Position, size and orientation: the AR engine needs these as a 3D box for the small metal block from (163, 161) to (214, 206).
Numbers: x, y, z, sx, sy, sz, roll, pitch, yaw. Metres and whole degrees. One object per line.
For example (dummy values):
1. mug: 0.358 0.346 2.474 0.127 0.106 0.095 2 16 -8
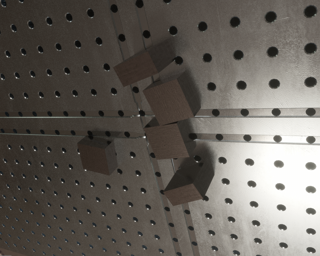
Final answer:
1. small metal block: 0.040 0.075 0.420 0.050 0.050 0.025 -25 105 36

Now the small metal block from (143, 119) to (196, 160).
1. small metal block: 0.013 0.013 0.411 0.050 0.025 0.050 -8 115 31

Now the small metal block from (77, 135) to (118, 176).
1. small metal block: -0.097 0.043 0.487 0.050 0.025 0.050 9 123 23

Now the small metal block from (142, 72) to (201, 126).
1. small metal block: 0.015 -0.035 0.381 0.050 0.025 0.050 -15 111 33

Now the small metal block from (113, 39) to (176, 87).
1. small metal block: -0.017 -0.075 0.356 0.050 0.050 0.025 -16 110 34
